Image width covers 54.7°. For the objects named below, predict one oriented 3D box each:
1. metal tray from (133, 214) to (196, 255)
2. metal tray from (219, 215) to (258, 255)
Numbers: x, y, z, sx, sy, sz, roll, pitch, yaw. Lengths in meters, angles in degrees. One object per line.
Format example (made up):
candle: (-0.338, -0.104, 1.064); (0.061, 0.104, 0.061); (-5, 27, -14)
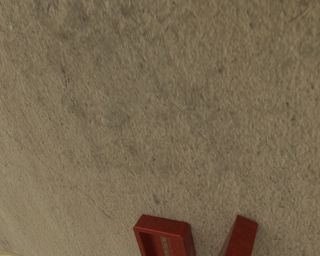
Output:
metal tray: (0.013, 0.211, 0.525); (0.090, 0.030, 0.129); (2, 120, 26)
metal tray: (0.096, 0.197, 0.435); (0.030, 0.090, 0.129); (22, 127, 15)
